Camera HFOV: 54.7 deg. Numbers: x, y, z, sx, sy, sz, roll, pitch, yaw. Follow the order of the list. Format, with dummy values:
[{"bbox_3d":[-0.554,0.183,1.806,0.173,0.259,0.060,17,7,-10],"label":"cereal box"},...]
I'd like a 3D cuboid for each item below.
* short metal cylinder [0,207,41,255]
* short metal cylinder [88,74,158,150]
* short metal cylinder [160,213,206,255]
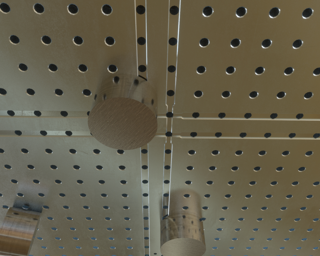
[{"bbox_3d":[-0.240,0.179,0.526,0.050,0.080,0.079,16,128,-13],"label":"short metal cylinder"},{"bbox_3d":[-0.043,-0.019,0.379,0.081,0.050,0.079,0,130,0],"label":"short metal cylinder"},{"bbox_3d":[0.041,0.199,0.565,0.081,0.050,0.079,0,130,0],"label":"short metal cylinder"}]
